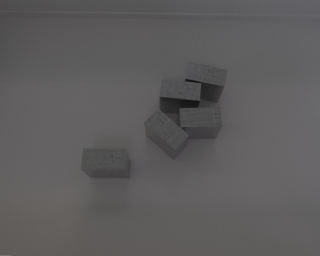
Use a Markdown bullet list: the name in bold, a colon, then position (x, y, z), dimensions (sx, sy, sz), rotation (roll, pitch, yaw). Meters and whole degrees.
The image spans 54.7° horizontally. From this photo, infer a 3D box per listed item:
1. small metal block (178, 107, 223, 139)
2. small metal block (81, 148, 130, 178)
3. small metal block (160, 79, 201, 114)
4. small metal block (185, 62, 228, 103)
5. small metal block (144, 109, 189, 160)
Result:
- **small metal block**: position (0.049, -0.005, 0.398), dimensions (0.050, 0.050, 0.025), rotation (-2, 70, -1)
- **small metal block**: position (-0.065, 0.044, 0.380), dimensions (0.050, 0.050, 0.025), rotation (1, 70, 0)
- **small metal block**: position (0.026, -0.039, 0.411), dimensions (0.050, 0.050, 0.025), rotation (6, 70, 2)
- **small metal block**: position (0.060, -0.060, 0.419), dimensions (0.050, 0.050, 0.025), rotation (12, 71, 4)
- **small metal block**: position (0.008, 0.009, 0.393), dimensions (0.050, 0.050, 0.025), rotation (41, 75, 13)
